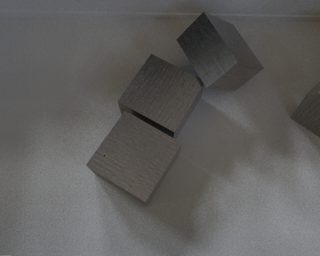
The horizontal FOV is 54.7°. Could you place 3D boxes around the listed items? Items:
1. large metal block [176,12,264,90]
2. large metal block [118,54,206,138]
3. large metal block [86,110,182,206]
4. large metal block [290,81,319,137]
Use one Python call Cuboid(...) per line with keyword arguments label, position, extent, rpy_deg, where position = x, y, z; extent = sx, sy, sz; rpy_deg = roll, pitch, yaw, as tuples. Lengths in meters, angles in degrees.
Cuboid(label="large metal block", position=(0.081, -0.098, 0.411), extent=(0.081, 0.050, 0.080), rpy_deg=(-6, 62, -51))
Cuboid(label="large metal block", position=(0.003, -0.038, 0.410), extent=(0.080, 0.050, 0.080), rpy_deg=(29, 72, 10))
Cuboid(label="large metal block", position=(-0.029, 0.038, 0.382), extent=(0.080, 0.050, 0.080), rpy_deg=(30, 73, 10))
Cuboid(label="large metal block", position=(0.228, -0.022, 0.391), extent=(0.080, 0.080, 0.050), rpy_deg=(37, 74, 12))
